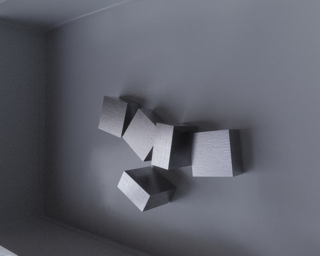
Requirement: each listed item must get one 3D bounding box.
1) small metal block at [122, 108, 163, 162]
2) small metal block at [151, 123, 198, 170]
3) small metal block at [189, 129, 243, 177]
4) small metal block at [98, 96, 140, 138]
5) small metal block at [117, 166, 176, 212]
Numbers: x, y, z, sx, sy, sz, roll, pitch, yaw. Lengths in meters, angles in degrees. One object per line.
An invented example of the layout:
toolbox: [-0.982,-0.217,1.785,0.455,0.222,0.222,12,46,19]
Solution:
small metal block: [-0.017,0.009,0.415,0.050,0.025,0.050,46,117,30]
small metal block: [0.018,0.020,0.372,0.025,0.050,0.050,12,98,38]
small metal block: [0.063,0.029,0.350,0.050,0.025,0.050,-7,86,39]
small metal block: [-0.060,-0.017,0.451,0.050,0.025,0.050,20,102,38]
small metal block: [-0.017,0.077,0.400,0.050,0.050,0.025,37,114,33]
